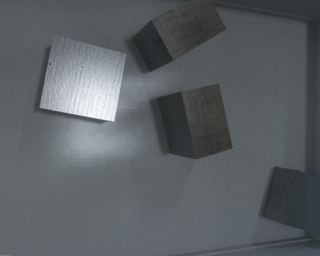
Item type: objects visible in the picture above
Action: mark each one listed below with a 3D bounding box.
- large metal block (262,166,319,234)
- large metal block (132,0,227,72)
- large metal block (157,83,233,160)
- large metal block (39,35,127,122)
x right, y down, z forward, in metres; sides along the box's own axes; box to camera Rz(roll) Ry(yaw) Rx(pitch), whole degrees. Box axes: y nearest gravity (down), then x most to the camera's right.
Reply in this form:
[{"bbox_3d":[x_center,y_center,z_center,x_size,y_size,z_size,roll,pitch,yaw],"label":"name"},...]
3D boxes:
[{"bbox_3d":[0.216,0.112,0.479,0.081,0.050,0.080,19,84,-19],"label":"large metal block"},{"bbox_3d":[0.021,-0.118,0.390,0.080,0.080,0.050,-34,101,-17],"label":"large metal block"},{"bbox_3d":[0.042,-0.009,0.398,0.050,0.080,0.080,-15,95,-20],"label":"large metal block"},{"bbox_3d":[-0.091,-0.054,0.364,0.081,0.050,0.080,11,86,-20],"label":"large metal block"}]
